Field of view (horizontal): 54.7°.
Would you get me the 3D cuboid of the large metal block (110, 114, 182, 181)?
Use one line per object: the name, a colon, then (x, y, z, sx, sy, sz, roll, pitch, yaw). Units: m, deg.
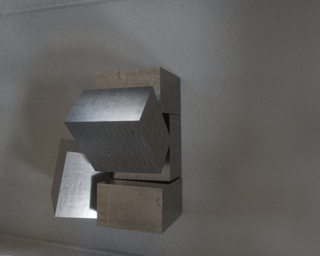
large metal block: (-0.018, 0.023, 0.403, 0.080, 0.050, 0.079, -1, 90, 19)

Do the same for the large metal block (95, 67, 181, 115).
large metal block: (-0.024, -0.041, 0.386, 0.080, 0.080, 0.050, -1, 90, 19)

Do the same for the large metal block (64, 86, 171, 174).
large metal block: (-0.041, 0.004, 0.333, 0.080, 0.080, 0.050, -1, 45, 19)

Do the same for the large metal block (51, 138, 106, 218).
large metal block: (-0.108, 0.063, 0.408, 0.050, 0.080, 0.079, 10, 95, -24)

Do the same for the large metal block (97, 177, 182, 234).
large metal block: (-0.022, 0.090, 0.386, 0.080, 0.080, 0.050, 1, 90, 19)
